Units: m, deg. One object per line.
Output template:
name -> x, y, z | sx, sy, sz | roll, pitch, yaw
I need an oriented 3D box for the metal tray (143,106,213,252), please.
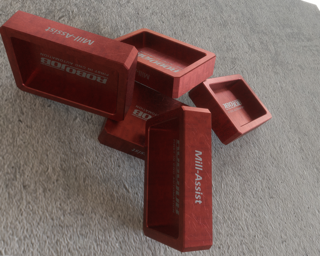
metal tray -> 0.015, 0.049, 0.318 | 0.030, 0.090, 0.129 | 5, 80, -26

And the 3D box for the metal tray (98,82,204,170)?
metal tray -> -0.004, -0.001, 0.402 | 0.131, 0.030, 0.090 | 23, 53, -15

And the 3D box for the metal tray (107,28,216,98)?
metal tray -> -0.003, -0.093, 0.421 | 0.130, 0.030, 0.091 | 29, 45, 27

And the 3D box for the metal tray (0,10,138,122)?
metal tray -> -0.094, -0.062, 0.332 | 0.131, 0.089, 0.030 | 18, 53, 2

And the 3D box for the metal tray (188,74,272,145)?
metal tray -> 0.109, -0.033, 0.462 | 0.131, 0.030, 0.090 | -19, 71, -51
